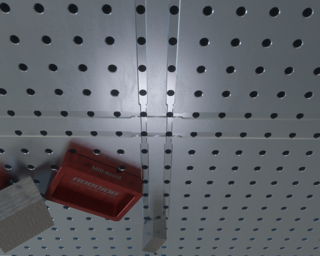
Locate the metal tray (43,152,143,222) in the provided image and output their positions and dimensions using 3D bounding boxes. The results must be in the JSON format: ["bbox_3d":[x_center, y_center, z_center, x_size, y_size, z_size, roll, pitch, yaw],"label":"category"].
[{"bbox_3d":[-0.103,0.096,0.488,0.131,0.030,0.089,24,126,-20],"label":"metal tray"}]

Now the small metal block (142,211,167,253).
[{"bbox_3d":[-0.010,0.187,0.554,0.025,0.050,0.050,18,128,-15],"label":"small metal block"}]

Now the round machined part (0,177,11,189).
[{"bbox_3d":[-0.288,0.117,0.498,0.099,0.042,0.097,0,130,0],"label":"round machined part"}]

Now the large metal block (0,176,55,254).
[{"bbox_3d":[-0.220,0.133,0.477,0.081,0.050,0.079,-27,142,-26],"label":"large metal block"}]
